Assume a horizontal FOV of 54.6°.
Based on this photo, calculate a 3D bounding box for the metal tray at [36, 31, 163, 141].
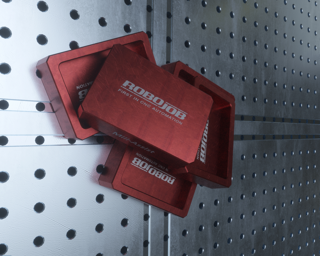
[{"bbox_3d":[-0.059,-0.051,0.355,0.131,0.030,0.090,-28,107,-36],"label":"metal tray"}]

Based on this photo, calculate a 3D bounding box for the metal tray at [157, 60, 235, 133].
[{"bbox_3d":[0.050,-0.027,0.445,0.131,0.030,0.090,24,75,-36],"label":"metal tray"}]

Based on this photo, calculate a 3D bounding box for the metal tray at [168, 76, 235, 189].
[{"bbox_3d":[0.060,0.008,0.414,0.090,0.030,0.130,25,63,-37],"label":"metal tray"}]

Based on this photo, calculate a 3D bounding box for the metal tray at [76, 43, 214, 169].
[{"bbox_3d":[-0.012,-0.023,0.342,0.131,0.030,0.090,28,63,-13],"label":"metal tray"}]

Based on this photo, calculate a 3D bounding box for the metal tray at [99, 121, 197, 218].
[{"bbox_3d":[-0.004,0.054,0.402,0.130,0.030,0.090,33,70,-35],"label":"metal tray"}]
